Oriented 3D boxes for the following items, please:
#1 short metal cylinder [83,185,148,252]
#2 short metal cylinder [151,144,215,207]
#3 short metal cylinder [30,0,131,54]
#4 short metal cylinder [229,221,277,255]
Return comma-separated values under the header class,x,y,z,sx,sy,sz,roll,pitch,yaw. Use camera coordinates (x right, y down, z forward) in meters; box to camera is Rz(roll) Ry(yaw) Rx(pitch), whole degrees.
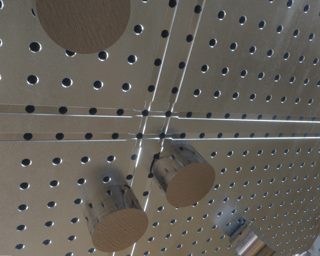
class,x,y,z,sx,sy,sz,roll,pitch,yaw
short metal cylinder,-0.063,0.129,0.442,0.081,0.050,0.079,-14,125,-21
short metal cylinder,0.034,0.070,0.459,0.081,0.050,0.079,-14,124,-21
short metal cylinder,-0.074,-0.114,0.285,0.081,0.050,0.079,-14,125,-21
short metal cylinder,0.188,0.236,0.628,0.050,0.080,0.080,-50,129,7
